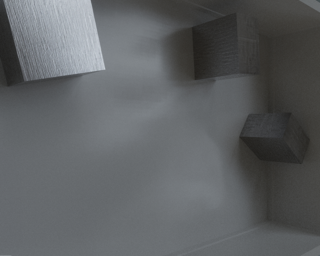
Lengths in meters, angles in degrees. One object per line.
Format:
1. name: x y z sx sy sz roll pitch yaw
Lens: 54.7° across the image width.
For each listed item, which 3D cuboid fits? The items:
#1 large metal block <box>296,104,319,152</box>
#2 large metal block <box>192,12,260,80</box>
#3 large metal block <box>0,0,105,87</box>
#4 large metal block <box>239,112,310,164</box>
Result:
1. large metal block: 0.348 -0.002 0.689 0.081 0.050 0.080 -33 111 -35
2. large metal block: 0.096 -0.114 0.453 0.050 0.080 0.079 -6 94 -40
3. large metal block: -0.109 -0.088 0.300 0.081 0.050 0.079 -18 102 -39
4. large metal block: 0.201 0.018 0.543 0.080 0.080 0.050 43 64 -32
